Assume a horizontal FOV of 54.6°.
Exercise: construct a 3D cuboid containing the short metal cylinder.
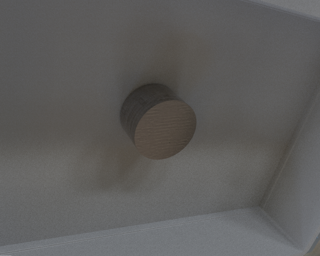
[{"bbox_3d":[-0.003,-0.008,0.383,0.081,0.050,0.080,-14,124,-21],"label":"short metal cylinder"}]
